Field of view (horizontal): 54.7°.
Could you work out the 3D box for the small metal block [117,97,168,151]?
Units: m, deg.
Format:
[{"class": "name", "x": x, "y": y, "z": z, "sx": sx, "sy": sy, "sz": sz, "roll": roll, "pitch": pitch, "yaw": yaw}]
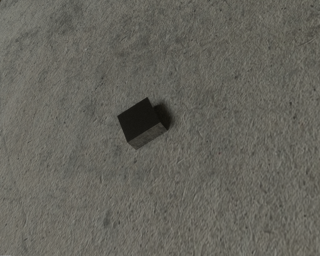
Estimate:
[{"class": "small metal block", "x": -0.024, "y": -0.006, "z": 0.421, "sx": 0.050, "sy": 0.025, "sz": 0.050, "roll": -32, "pitch": 52, "yaw": 7}]
